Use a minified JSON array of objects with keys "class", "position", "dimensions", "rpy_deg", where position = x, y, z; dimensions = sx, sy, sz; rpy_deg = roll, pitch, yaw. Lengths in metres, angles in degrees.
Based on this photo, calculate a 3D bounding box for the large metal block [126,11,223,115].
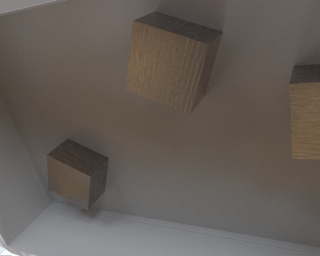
[{"class":"large metal block","position":[0.014,-0.073,0.340],"dimensions":[0.080,0.050,0.079],"rpy_deg":[22,127,14]}]

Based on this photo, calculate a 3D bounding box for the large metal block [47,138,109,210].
[{"class":"large metal block","position":[-0.136,0.076,0.511],"dimensions":[0.080,0.050,0.079],"rpy_deg":[23,127,14]}]

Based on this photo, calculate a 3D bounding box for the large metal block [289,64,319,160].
[{"class":"large metal block","position":[0.170,-0.016,0.293],"dimensions":[0.080,0.050,0.080],"rpy_deg":[1,119,28]}]
